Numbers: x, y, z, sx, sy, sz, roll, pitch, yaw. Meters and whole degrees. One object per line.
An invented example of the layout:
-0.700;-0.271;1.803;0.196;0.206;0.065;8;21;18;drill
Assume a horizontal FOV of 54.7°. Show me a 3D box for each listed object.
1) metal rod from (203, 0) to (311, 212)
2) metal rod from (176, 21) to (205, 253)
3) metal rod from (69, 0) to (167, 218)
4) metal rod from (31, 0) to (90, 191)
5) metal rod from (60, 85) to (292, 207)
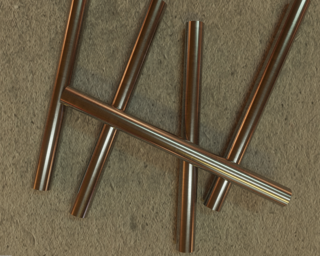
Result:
0.128;-0.032;0.410;0.025;0.025;0.299;23;90;0;metal rod
0.040;0.011;0.410;0.025;0.025;0.298;2;90;0;metal rod
-0.055;-0.026;0.409;0.025;0.025;0.299;21;90;0;metal rod
-0.126;-0.067;0.408;0.025;0.025;0.298;12;90;0;metal rod
0.020;0.022;0.383;0.301;0.025;0.025;25;90;0;metal rod
